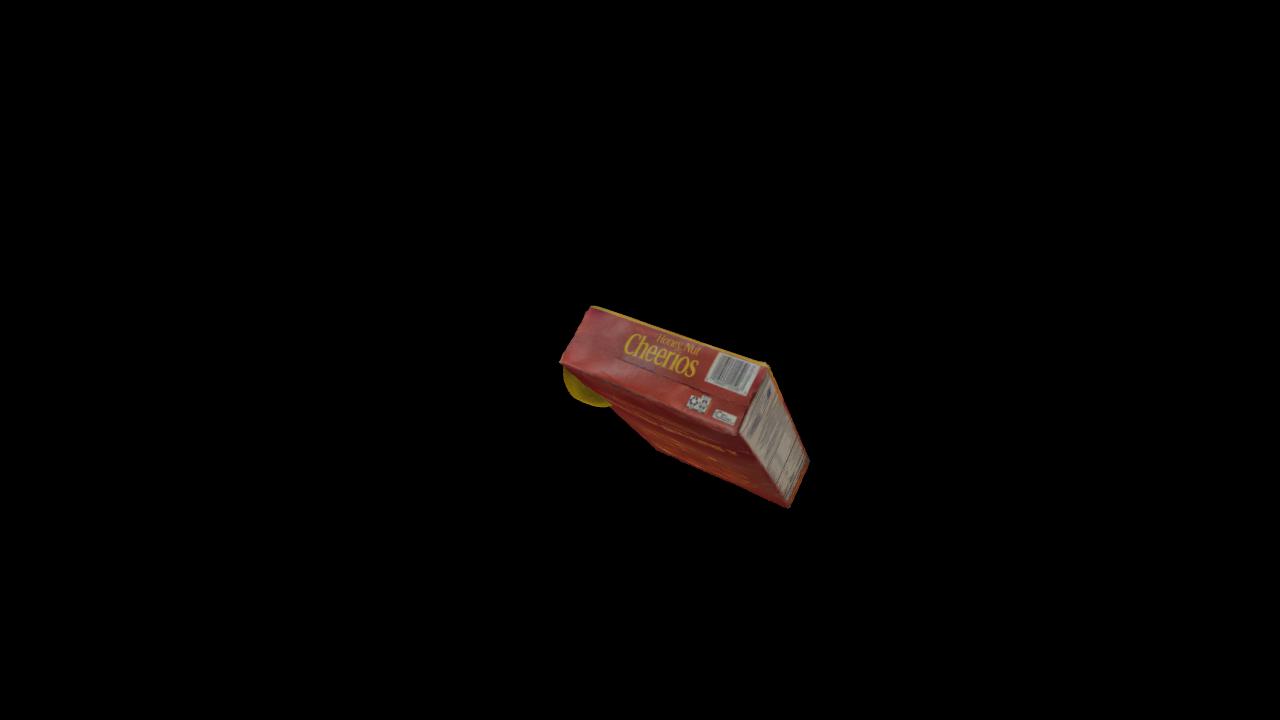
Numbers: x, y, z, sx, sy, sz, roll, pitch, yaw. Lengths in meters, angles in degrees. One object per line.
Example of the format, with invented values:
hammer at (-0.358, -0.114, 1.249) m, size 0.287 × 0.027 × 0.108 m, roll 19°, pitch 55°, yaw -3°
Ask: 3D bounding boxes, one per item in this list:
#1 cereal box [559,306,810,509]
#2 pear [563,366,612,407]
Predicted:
cereal box at (0.067, 0.064, 0.691) m, size 0.203 × 0.081 × 0.306 m, roll 20°, pitch -15°, yaw 30°
pear at (-0.048, 0.005, 0.701) m, size 0.080 × 0.080 × 0.111 m, roll 0°, pitch 22°, yaw -9°
